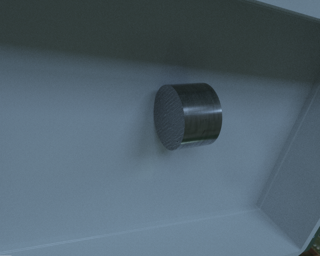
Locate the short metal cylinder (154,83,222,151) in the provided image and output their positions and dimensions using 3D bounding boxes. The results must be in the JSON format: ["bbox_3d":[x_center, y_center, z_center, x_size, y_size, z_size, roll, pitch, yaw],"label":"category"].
[{"bbox_3d":[0.032,-0.015,0.383,0.050,0.080,0.079,-7,122,-25],"label":"short metal cylinder"}]
